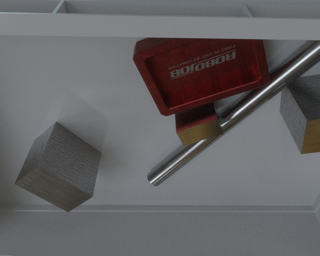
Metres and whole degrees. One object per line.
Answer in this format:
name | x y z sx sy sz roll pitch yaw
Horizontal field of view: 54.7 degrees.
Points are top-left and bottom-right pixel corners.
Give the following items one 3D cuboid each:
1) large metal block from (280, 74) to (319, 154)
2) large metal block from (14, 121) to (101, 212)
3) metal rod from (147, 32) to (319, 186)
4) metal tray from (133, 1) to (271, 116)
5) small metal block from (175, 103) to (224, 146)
large metal block | 0.194 -0.020 0.359 0.080 0.080 0.050 -7 130 6
large metal block | -0.131 0.052 0.415 0.050 0.080 0.080 -35 122 25
metal rod | 0.087 -0.009 0.402 0.025 0.025 0.299 33 123 -25
metal tray | 0.047 -0.072 0.345 0.130 0.030 0.090 -17 129 13
small metal block | 0.047 -0.010 0.385 0.050 0.050 0.025 -19 128 15
